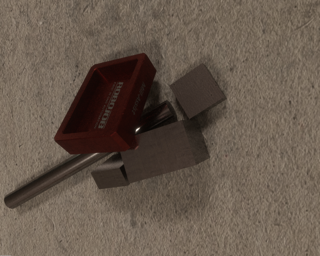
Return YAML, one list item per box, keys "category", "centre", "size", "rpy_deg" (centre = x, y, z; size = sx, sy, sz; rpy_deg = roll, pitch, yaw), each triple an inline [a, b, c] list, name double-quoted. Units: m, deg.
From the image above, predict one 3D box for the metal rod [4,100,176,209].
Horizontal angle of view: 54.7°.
- category: "metal rod"
  centre: [-0.110, 0.045, 0.446]
  size: [0.300, 0.025, 0.025]
  rpy_deg: [-30, 81, 17]

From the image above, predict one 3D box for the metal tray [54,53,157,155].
- category: "metal tray"
  centre: [-0.064, -0.031, 0.381]
  size: [0.090, 0.030, 0.130]
  rpy_deg: [-6, 50, 29]

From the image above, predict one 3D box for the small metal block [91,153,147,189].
- category: "small metal block"
  centre: [-0.052, 0.054, 0.404]
  size: [0.050, 0.050, 0.025]
  rpy_deg: [-14, 106, 34]

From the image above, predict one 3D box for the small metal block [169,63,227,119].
- category: "small metal block"
  centre: [0.048, -0.045, 0.391]
  size: [0.050, 0.025, 0.050]
  rpy_deg: [-33, 80, 16]

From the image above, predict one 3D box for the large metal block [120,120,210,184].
- category: "large metal block"
  centre: [0.008, 0.027, 0.376]
  size: [0.080, 0.080, 0.050]
  rpy_deg: [-18, 84, 18]
